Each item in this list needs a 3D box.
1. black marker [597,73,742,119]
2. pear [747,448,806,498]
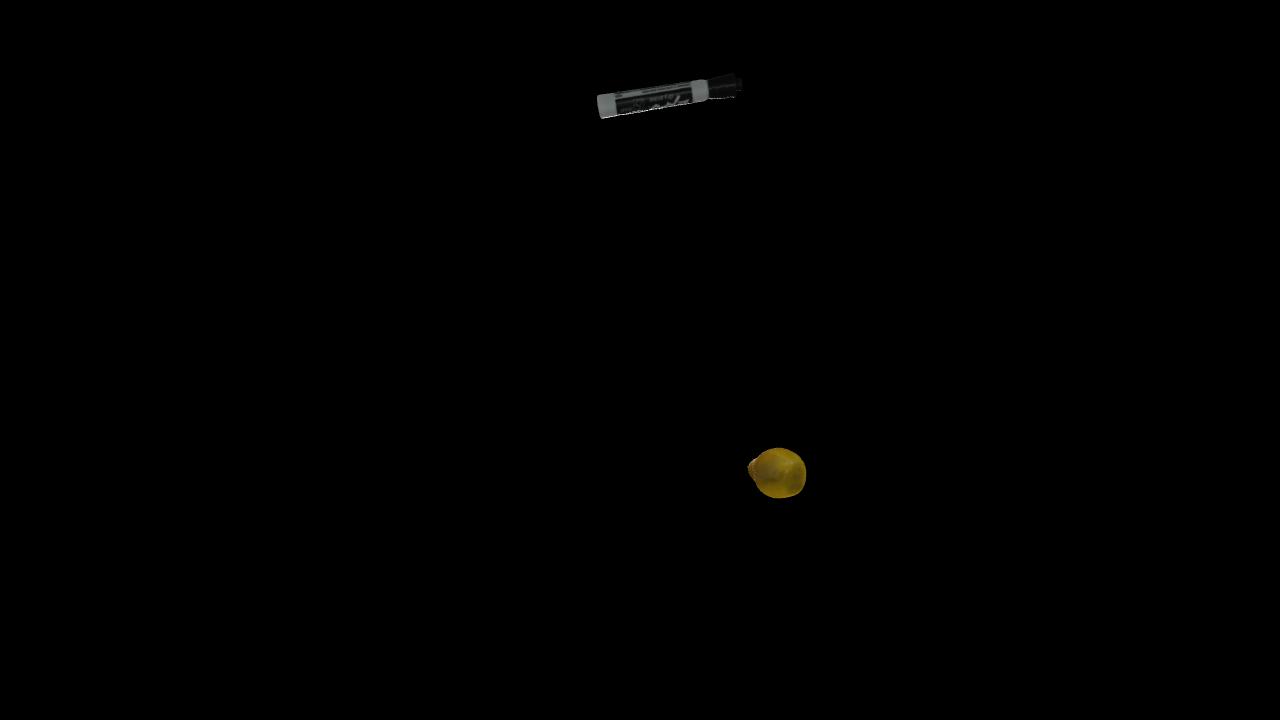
[{"bbox_3d":[0.025,-0.222,0.516,0.121,0.020,0.020,-8,-1,4],"label":"black marker"},{"bbox_3d":[0.193,0.166,0.932,0.080,0.080,0.111,0,3,-39],"label":"pear"}]
